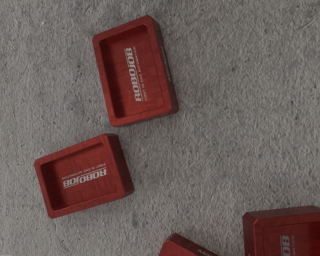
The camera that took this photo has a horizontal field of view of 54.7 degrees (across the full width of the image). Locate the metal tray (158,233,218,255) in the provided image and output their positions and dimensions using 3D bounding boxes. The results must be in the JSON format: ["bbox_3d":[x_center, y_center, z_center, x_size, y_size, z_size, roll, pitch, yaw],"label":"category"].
[{"bbox_3d":[0.053,0.204,0.387,0.130,0.030,0.089,23,97,18],"label":"metal tray"}]

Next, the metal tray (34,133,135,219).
[{"bbox_3d":[-0.111,0.069,0.445,0.130,0.030,0.090,-20,83,18],"label":"metal tray"}]

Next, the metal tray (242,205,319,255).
[{"bbox_3d":[0.142,0.155,0.335,0.091,0.030,0.129,-4,89,-8],"label":"metal tray"}]

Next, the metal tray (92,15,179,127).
[{"bbox_3d":[-0.034,-0.073,0.418,0.090,0.030,0.129,-14,85,19],"label":"metal tray"}]
